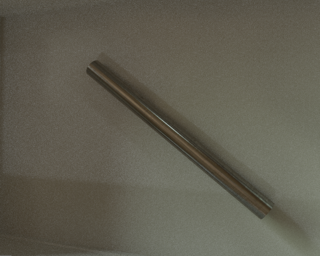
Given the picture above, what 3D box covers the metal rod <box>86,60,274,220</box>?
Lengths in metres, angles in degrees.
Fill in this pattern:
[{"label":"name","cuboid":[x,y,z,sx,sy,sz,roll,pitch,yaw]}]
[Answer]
[{"label":"metal rod","cuboid":[0.015,0.006,0.405,0.300,0.025,0.025,40,103,15]}]
